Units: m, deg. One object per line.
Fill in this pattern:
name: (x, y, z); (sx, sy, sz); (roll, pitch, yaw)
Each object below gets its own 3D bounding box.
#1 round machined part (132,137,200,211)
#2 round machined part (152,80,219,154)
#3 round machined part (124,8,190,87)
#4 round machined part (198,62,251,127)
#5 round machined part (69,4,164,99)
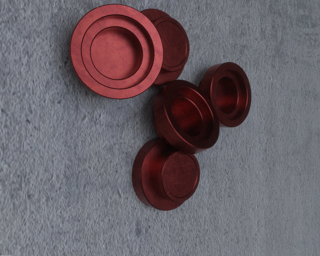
round machined part: (0.015, 0.061, 0.409); (0.099, 0.042, 0.097); (0, 90, -40)
round machined part: (0.029, -0.011, 0.408); (0.099, 0.042, 0.098); (22, 53, -33)
round machined part: (0.000, -0.103, 0.396); (0.099, 0.042, 0.097); (0, 90, -40)
round machined part: (0.095, -0.050, 0.477); (0.099, 0.042, 0.097); (0, 90, -40)
round machined part: (-0.049, -0.081, 0.341); (0.099, 0.042, 0.097); (-3, 98, -19)
